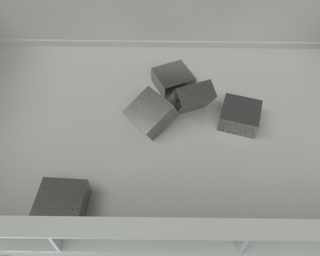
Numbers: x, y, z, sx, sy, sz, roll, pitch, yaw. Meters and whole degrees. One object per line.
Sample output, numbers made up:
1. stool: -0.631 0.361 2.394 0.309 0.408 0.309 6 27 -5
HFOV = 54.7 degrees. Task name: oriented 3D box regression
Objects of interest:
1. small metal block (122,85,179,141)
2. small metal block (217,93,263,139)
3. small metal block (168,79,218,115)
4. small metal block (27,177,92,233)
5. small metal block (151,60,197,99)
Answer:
1. small metal block: -0.012 -0.020 0.410 0.050 0.025 0.050 -46 61 -5
2. small metal block: 0.108 -0.017 0.420 0.050 0.025 0.050 14 51 11
3. small metal block: 0.042 -0.040 0.419 0.050 0.050 0.025 -17 82 -14
4. small metal block: -0.106 0.082 0.335 0.050 0.025 0.050 3 50 2
5. small metal block: 0.020 -0.072 0.466 0.050 0.025 0.050 -19 53 -15
